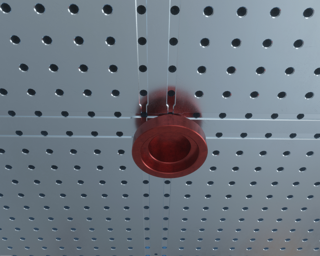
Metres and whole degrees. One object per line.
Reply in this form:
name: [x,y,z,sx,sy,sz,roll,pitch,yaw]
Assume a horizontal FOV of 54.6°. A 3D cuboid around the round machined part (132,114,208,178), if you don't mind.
round machined part: [0.013,0.020,0.418,0.099,0.042,0.097,0,130,0]
